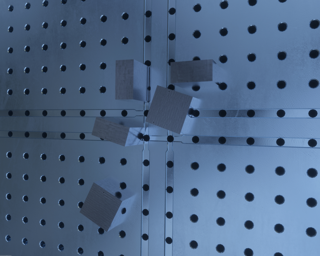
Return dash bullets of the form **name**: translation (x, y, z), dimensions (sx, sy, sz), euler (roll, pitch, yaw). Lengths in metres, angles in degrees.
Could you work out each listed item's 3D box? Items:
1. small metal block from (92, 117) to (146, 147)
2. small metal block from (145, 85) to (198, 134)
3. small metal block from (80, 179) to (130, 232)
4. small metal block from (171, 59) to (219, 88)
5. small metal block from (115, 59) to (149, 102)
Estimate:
- **small metal block**: translation (-0.055, 0.004, 0.419), dimensions (0.050, 0.050, 0.025), euler (18, 96, 19)
- **small metal block**: translation (0.015, -0.024, 0.408), dimensions (0.050, 0.025, 0.050), euler (21, 97, 18)
- **small metal block**: translation (-0.078, 0.109, 0.441), dimensions (0.050, 0.025, 0.050), euler (29, 99, 17)
- **small metal block**: translation (0.045, -0.066, 0.384), dimensions (0.050, 0.050, 0.025), euler (0, 90, 20)
- **small metal block**: translation (-0.036, -0.061, 0.413), dimensions (0.025, 0.050, 0.050), euler (1, 91, 20)
